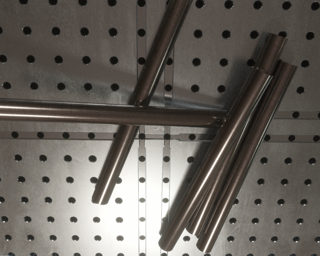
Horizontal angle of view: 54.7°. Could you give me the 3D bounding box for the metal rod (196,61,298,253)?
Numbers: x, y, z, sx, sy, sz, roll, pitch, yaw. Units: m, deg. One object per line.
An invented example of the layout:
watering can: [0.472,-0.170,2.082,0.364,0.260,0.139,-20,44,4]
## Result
metal rod: [0.114,0.052,0.434,0.025,0.025,0.298,17,109,-7]

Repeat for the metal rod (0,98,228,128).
metal rod: [-0.059,-0.017,0.370,0.302,0.025,0.025,2,111,-16]

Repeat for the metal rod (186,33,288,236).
metal rod: [0.097,0.022,0.422,0.025,0.025,0.298,17,109,-7]

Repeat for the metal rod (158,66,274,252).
metal rod: [0.064,0.058,0.418,0.025,0.025,0.298,20,115,-8]

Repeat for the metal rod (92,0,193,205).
metal rod: [-0.030,-0.026,0.403,0.025,0.025,0.298,21,109,-8]
